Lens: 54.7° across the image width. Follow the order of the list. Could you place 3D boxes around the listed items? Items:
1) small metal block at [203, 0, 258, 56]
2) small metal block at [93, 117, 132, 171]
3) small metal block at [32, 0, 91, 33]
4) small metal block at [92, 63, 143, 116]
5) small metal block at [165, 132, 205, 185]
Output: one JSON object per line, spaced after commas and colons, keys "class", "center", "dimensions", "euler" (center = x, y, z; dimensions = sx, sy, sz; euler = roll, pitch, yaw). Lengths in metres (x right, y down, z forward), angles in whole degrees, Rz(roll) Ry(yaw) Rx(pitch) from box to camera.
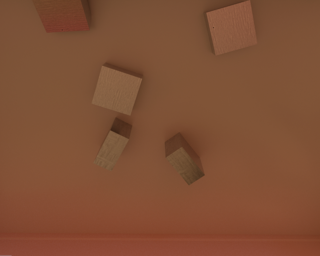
{"class": "small metal block", "center": [0.083, -0.119, 0.369], "dimensions": [0.050, 0.025, 0.050], "euler": [-15, 110, 5]}
{"class": "small metal block", "center": [-0.061, 0.020, 0.405], "dimensions": [0.025, 0.050, 0.050], "euler": [27, 108, -10]}
{"class": "small metal block", "center": [-0.109, -0.136, 0.346], "dimensions": [0.050, 0.025, 0.050], "euler": [-3, 148, 1]}
{"class": "small metal block", "center": [-0.053, -0.049, 0.392], "dimensions": [0.050, 0.025, 0.050], "euler": [17, 109, -7]}
{"class": "small metal block", "center": [0.032, 0.040, 0.413], "dimensions": [0.025, 0.050, 0.050], "euler": [-36, 107, 12]}
